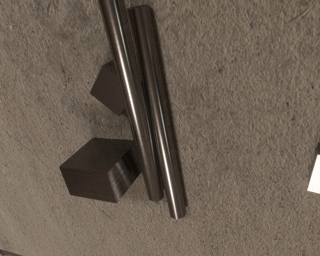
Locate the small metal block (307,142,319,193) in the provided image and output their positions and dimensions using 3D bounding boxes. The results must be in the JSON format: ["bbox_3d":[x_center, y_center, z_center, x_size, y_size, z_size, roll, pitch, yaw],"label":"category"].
[{"bbox_3d":[0.193,0.048,0.335,0.050,0.025,0.050,12,124,21],"label":"small metal block"}]

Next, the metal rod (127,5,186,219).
[{"bbox_3d":[0.002,-0.001,0.403,0.025,0.025,0.298,3,120,26],"label":"metal rod"}]

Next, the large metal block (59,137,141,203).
[{"bbox_3d":[-0.081,0.057,0.448,0.080,0.080,0.050,3,120,26],"label":"large metal block"}]

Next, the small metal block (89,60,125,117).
[{"bbox_3d":[-0.057,-0.052,0.403,0.050,0.025,0.050,38,129,1],"label":"small metal block"}]

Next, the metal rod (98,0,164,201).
[{"bbox_3d":[-0.028,-0.016,0.383,0.025,0.025,0.298,8,130,23],"label":"metal rod"}]
